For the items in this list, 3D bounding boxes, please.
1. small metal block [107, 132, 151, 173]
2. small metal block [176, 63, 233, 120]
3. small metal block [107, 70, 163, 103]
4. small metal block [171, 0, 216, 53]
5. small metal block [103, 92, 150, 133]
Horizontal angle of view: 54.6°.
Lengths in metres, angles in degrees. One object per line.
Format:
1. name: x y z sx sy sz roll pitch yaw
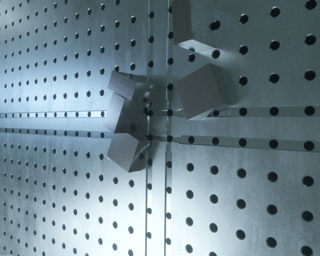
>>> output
1. small metal block: -0.046 0.029 0.448 0.050 0.025 0.050 31 110 35
2. small metal block: 0.052 -0.041 0.368 0.050 0.025 0.050 -25 74 37
3. small metal block: -0.034 -0.056 0.422 0.050 0.050 0.025 30 109 36
4. small metal block: 0.040 -0.119 0.361 0.025 0.050 0.050 -5 87 40
5. small metal block: -0.046 -0.021 0.432 0.025 0.050 0.050 32 110 36
